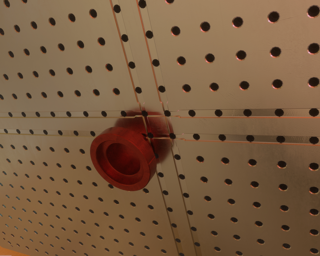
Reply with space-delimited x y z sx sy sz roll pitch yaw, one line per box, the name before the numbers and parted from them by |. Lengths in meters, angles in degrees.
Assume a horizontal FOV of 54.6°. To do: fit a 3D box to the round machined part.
round machined part | -0.049 0.040 0.452 0.098 0.042 0.097 13 124 21
